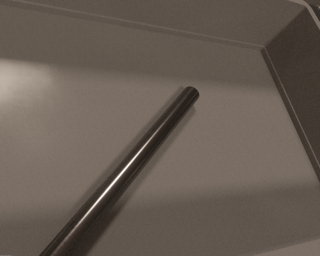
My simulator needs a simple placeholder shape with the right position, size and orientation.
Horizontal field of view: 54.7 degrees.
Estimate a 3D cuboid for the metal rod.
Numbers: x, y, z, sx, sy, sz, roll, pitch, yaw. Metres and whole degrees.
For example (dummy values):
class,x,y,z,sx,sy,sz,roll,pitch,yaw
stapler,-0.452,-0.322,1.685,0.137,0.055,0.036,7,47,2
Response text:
class,x,y,z,sx,sy,sz,roll,pitch,yaw
metal rod,-0.027,0.037,0.369,0.025,0.025,0.301,41,51,-1
